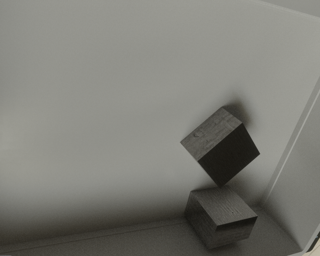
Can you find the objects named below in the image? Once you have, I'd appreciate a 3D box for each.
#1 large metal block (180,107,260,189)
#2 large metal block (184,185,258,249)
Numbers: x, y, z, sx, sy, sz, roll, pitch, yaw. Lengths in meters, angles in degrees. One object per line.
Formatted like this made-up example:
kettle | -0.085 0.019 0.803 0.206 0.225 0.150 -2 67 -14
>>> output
large metal block | 0.090 0.030 0.460 0.080 0.050 0.080 -41 130 0
large metal block | 0.099 0.145 0.516 0.081 0.080 0.050 -3 120 -27
